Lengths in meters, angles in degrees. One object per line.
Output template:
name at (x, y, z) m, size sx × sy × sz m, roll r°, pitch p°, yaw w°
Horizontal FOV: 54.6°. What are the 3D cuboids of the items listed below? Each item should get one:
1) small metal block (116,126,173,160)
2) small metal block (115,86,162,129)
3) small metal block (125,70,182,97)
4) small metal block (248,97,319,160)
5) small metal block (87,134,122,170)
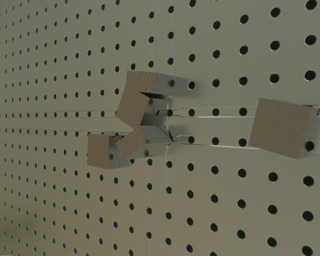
small metal block at (-0.021, 0.019, 0.412) m, size 0.050 × 0.050 × 0.025 m, roll -34°, pitch 69°, yaw 35°
small metal block at (-0.031, -0.028, 0.436) m, size 0.050 × 0.025 × 0.050 m, roll 33°, pitch 110°, yaw 35°
small metal block at (-0.008, -0.057, 0.401) m, size 0.050 × 0.050 × 0.025 m, roll 12°, pitch 98°, yaw 39°
small metal block at (0.122, -0.001, 0.309) m, size 0.050 × 0.025 × 0.050 m, roll 18°, pitch 101°, yaw 38°
small metal block at (-0.087, 0.035, 0.483) m, size 0.050 × 0.025 × 0.050 m, roll 4°, pitch 93°, yaw 40°
